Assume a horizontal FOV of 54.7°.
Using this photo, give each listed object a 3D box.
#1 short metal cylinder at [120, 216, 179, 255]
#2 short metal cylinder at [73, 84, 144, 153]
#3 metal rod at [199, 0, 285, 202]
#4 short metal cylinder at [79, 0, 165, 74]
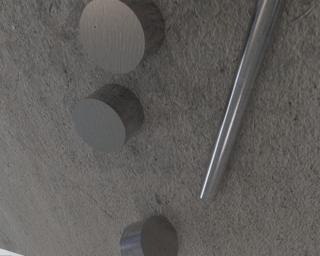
[{"bbox_3d":[-0.016,0.186,0.495,0.050,0.080,0.080,-31,101,38],"label":"short metal cylinder"},{"bbox_3d":[-0.069,-0.014,0.419,0.080,0.050,0.079,13,124,21],"label":"short metal cylinder"},{"bbox_3d":[0.086,-0.028,0.344,0.025,0.025,0.298,21,126,16],"label":"metal rod"},{"bbox_3d":[-0.041,-0.107,0.346,0.080,0.050,0.079,13,124,21],"label":"short metal cylinder"}]
